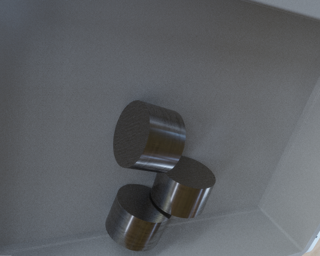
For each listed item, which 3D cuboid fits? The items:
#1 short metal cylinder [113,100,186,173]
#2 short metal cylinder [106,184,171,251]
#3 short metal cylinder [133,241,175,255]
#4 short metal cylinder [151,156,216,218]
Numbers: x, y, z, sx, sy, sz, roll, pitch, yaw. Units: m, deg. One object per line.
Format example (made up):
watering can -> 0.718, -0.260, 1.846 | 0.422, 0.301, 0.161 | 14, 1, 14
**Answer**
short metal cylinder -> -0.014, 0.011, 0.372 | 0.050, 0.080, 0.080 | 14, 111, -34
short metal cylinder -> -0.030, 0.123, 0.433 | 0.081, 0.080, 0.050 | 10, 113, -33
short metal cylinder -> -0.007, 0.247, 0.544 | 0.081, 0.050, 0.079 | -14, 124, -21
short metal cylinder -> 0.032, 0.081, 0.441 | 0.081, 0.080, 0.050 | 4, 117, -30
